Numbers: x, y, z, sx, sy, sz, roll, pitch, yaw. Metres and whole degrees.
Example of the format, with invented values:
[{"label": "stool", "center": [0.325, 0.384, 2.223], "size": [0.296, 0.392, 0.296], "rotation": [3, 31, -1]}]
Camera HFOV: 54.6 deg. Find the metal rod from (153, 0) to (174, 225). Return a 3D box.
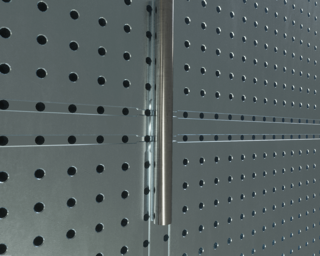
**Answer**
[{"label": "metal rod", "center": [0.005, -0.024, 0.412], "size": [0.025, 0.025, 0.298], "rotation": [1, 90, -40]}]
